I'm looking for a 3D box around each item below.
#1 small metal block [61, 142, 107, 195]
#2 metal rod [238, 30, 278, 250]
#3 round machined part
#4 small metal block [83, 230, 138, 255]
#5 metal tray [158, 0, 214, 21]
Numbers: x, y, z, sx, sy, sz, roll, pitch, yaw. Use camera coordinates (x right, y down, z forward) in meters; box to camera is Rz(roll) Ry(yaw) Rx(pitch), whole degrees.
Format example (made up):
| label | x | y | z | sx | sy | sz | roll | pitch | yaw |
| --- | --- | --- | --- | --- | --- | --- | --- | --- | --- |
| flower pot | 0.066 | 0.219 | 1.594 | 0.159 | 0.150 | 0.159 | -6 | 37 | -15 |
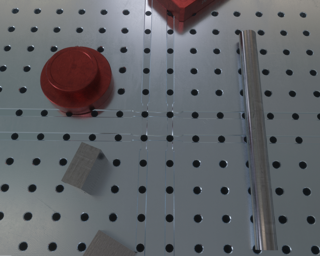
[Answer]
| label | x | y | z | sx | sy | sz | roll | pitch | yaw |
| --- | --- | --- | --- | --- | --- | --- | --- | --- | --- |
| small metal block | -0.090 | 0.051 | 0.379 | 0.025 | 0.050 | 0.050 | 22 | 72 | 7 |
| metal rod | 0.127 | 0.001 | 0.411 | 0.025 | 0.025 | 0.299 | 1 | 70 | 0 |
| round machined part | -0.116 | -0.072 | 0.428 | 0.099 | 0.042 | 0.098 | 0 | 70 | 0 |
| small metal block | -0.061 | 0.153 | 0.355 | 0.050 | 0.025 | 0.050 | 29 | 72 | 10 |
| metal tray | 0.054 | -0.240 | 0.496 | 0.130 | 0.030 | 0.090 | -38 | 75 | -13 |
